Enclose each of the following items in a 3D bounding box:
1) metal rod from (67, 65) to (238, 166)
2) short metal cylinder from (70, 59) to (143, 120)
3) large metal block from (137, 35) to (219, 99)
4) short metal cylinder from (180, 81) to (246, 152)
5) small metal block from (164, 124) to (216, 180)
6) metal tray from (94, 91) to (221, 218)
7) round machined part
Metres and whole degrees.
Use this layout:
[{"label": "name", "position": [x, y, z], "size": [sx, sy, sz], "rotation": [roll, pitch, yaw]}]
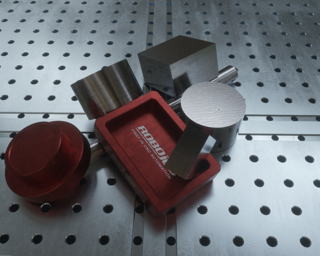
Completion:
[{"label": "metal rod", "position": [-0.008, -0.014, 0.421], "size": [0.302, 0.025, 0.025], "rotation": [-31, 57, -23]}, {"label": "short metal cylinder", "position": [-0.069, -0.051, 0.407], "size": [0.080, 0.050, 0.080], "rotation": [-24, 12, 6]}, {"label": "large metal block", "position": [0.027, -0.093, 0.455], "size": [0.081, 0.050, 0.080], "rotation": [-30, 37, -23]}, {"label": "short metal cylinder", "position": [0.066, -0.015, 0.404], "size": [0.081, 0.050, 0.080], "rotation": [0, 50, 0]}, {"label": "small metal block", "position": [0.034, 0.027, 0.331], "size": [0.025, 0.050, 0.050], "rotation": [29, 91, 20]}, {"label": "metal tray", "position": [-0.005, 0.026, 0.364], "size": [0.091, 0.030, 0.130], "rotation": [-31, 69, -23]}, {"label": "round machined part", "position": [-0.133, 0.031, 0.352], "size": [0.098, 0.042, 0.098], "rotation": [-8, 55, 13]}]
